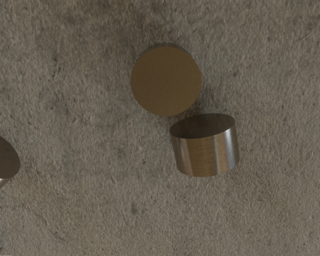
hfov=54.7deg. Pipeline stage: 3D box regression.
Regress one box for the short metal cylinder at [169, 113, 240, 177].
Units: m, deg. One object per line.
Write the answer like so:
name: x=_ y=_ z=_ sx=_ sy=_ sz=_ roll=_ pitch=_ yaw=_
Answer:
short metal cylinder: x=0.056 y=0.019 z=0.388 sx=0.080 sy=0.080 sz=0.050 roll=-11 pitch=110 yaw=3

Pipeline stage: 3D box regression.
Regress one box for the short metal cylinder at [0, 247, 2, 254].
short metal cylinder: x=-0.279 y=0.206 z=0.453 sx=0.050 sy=0.080 sz=0.080 roll=28 pitch=107 yaw=-10

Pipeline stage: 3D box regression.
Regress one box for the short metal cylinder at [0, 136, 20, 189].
short metal cylinder: x=-0.230 y=0.047 z=0.395 sx=0.050 sy=0.080 sz=0.080 roll=-41 pitch=106 yaw=13

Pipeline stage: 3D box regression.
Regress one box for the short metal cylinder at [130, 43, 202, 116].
short metal cylinder: x=0.007 y=-0.060 z=0.374 sx=0.081 sy=0.050 sz=0.079 roll=0 pitch=110 yaw=-1
